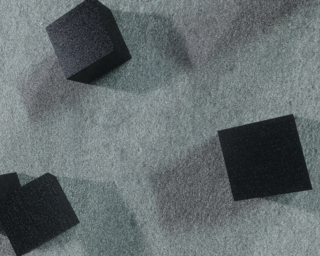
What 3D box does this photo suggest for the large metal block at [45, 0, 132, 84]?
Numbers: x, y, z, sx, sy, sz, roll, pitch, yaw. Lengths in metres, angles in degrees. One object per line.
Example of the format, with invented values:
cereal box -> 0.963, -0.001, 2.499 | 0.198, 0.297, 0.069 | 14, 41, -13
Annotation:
large metal block -> -0.098, -0.118, 0.429 | 0.080, 0.050, 0.080 | -26, 82, 18

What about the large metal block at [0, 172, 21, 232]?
large metal block -> -0.261, 0.123, 0.484 | 0.080, 0.050, 0.080 | -24, 82, 20

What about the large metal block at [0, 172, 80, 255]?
large metal block -> -0.172, 0.120, 0.437 | 0.080, 0.050, 0.080 | -29, 80, -13

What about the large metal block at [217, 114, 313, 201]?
large metal block -> 0.118, 0.033, 0.354 | 0.080, 0.050, 0.080 | -14, 86, 19
